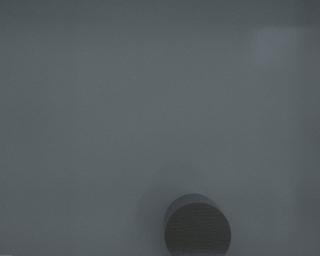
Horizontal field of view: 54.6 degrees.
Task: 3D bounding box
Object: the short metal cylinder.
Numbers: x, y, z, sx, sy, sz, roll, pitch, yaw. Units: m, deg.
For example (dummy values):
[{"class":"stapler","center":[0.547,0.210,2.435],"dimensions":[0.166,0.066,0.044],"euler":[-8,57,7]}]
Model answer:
[{"class":"short metal cylinder","center":[0.046,0.130,0.399],"dimensions":[0.080,0.050,0.080],"euler":[0,90,0]}]
